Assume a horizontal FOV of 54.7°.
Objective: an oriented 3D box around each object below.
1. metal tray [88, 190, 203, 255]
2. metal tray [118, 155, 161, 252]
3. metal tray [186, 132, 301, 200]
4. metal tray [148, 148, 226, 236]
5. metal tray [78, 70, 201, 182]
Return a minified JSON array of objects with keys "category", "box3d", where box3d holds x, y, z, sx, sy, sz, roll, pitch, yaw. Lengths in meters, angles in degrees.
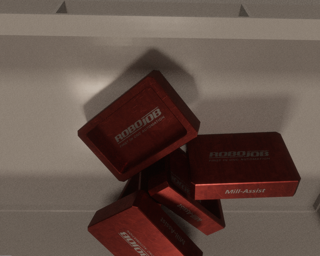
[{"category":"metal tray","box3d":[-0.018,0.148,0.403,0.090,0.030,0.130,-32,108,29]},{"category":"metal tray","box3d":[-0.036,0.114,0.462,0.030,0.090,0.129,18,128,-14]},{"category":"metal tray","box3d":[0.103,0.047,0.408,0.131,0.090,0.030,-2,130,1]},{"category":"metal tray","box3d":[0.038,0.082,0.436,0.030,0.090,0.130,-34,123,24]},{"category":"metal tray","box3d":[-0.028,0.001,0.387,0.130,0.030,0.090,-34,102,25]}]
